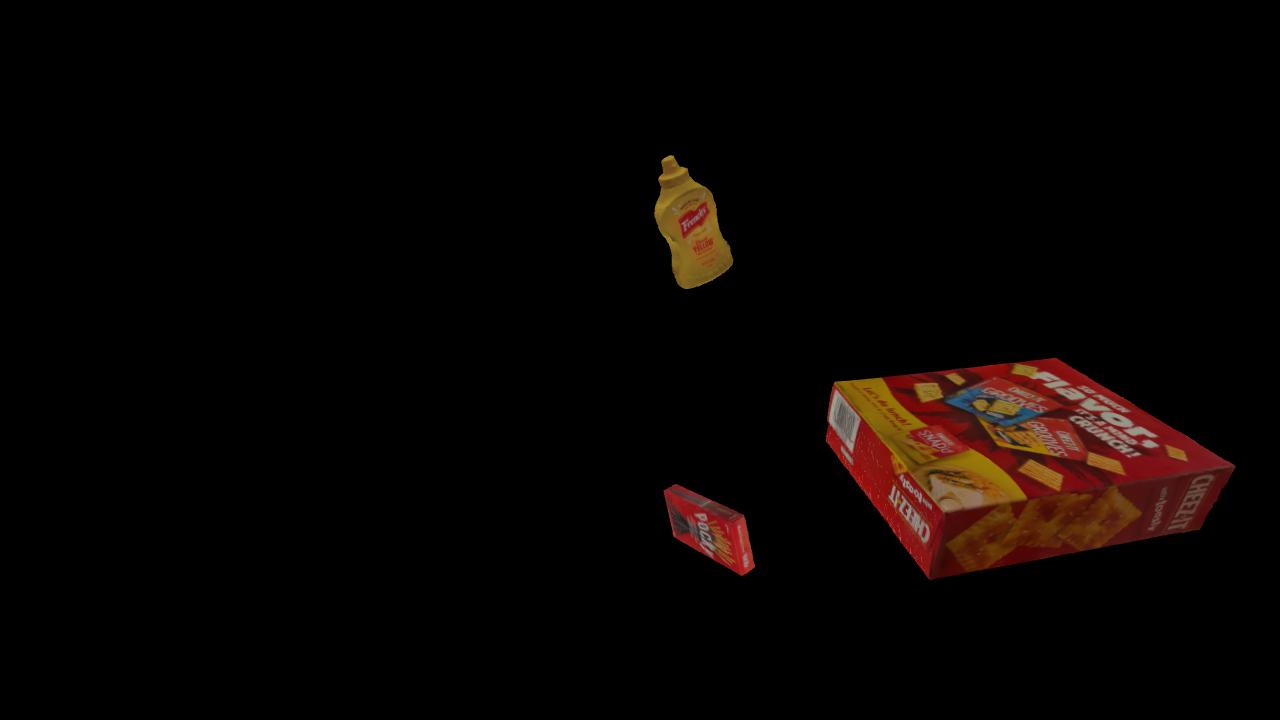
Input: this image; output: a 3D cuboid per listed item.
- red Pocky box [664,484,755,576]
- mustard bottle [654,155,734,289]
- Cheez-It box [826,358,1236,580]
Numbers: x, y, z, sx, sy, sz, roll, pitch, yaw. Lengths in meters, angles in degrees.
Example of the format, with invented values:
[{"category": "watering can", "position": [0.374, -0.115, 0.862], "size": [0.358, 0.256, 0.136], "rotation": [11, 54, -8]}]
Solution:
[{"category": "red Pocky box", "position": [0.093, 0.233, 0.861], "size": [0.028, 0.083, 0.155], "rotation": [-21, 16, -30]}, {"category": "mustard bottle", "position": [0.067, -0.199, 0.872], "size": [0.092, 0.184, 0.054], "rotation": [-27, 29, -7]}, {"category": "Cheez-It box", "position": [0.287, 0.072, 0.489], "size": [0.223, 0.071, 0.166], "rotation": [-7, 30, -8]}]
